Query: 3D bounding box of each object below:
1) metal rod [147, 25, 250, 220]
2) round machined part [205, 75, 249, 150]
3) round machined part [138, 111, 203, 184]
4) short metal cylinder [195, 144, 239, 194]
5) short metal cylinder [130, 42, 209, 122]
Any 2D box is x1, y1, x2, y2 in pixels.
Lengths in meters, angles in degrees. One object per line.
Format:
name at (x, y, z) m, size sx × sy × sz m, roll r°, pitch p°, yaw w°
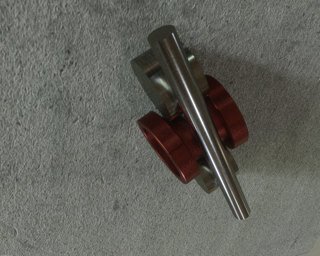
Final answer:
metal rod at (0.059, 0.021, 0.352) m, size 0.025 × 0.025 × 0.299 m, roll -35°, pitch 129°, yaw -6°
round machined part at (0.064, -0.014, 0.390) m, size 0.042 × 0.098 × 0.098 m, roll -31°, pitch 129°, yaw -3°
round machined part at (0.018, 0.018, 0.382) m, size 0.042 × 0.098 × 0.098 m, roll -37°, pitch 130°, yaw -9°
short metal cylinder at (0.066, 0.046, 0.439) m, size 0.050 × 0.080 × 0.080 m, roll -34°, pitch 129°, yaw -6°
short metal cylinder at (0.010, -0.054, 0.346) m, size 0.050 × 0.080 × 0.080 m, roll -34°, pitch 129°, yaw -6°
